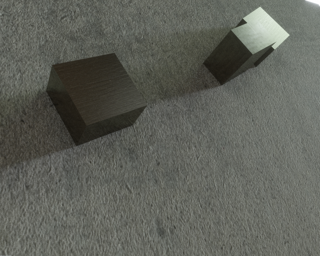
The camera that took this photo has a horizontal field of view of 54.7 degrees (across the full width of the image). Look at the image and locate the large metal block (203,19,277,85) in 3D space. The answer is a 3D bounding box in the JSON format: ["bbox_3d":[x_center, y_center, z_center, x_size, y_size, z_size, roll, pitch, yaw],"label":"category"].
[{"bbox_3d":[0.132,-0.126,0.516,0.081,0.080,0.050,-32,80,-38],"label":"large metal block"}]

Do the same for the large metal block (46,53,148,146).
[{"bbox_3d":[-0.076,-0.036,0.369,0.081,0.050,0.080,-22,74,-36],"label":"large metal block"}]

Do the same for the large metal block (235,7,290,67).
[{"bbox_3d":[0.190,-0.177,0.597,0.080,0.050,0.080,46,51,4],"label":"large metal block"}]
